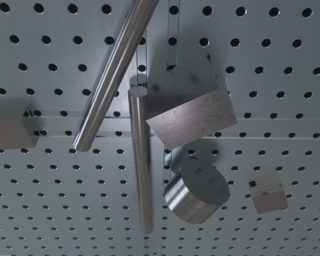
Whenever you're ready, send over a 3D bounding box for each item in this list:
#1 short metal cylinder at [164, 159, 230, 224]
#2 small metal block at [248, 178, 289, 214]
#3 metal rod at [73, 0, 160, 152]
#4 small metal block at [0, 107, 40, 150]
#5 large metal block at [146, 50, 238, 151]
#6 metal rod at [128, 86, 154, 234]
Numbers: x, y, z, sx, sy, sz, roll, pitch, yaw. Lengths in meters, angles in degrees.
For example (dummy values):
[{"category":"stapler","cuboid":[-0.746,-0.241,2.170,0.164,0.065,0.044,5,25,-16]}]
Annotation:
[{"category":"short metal cylinder","cuboid":[0.054,0.092,0.455,0.080,0.080,0.050,21,127,-17]},{"category":"small metal block","cuboid":[0.179,0.113,0.510,0.050,0.025,0.050,-18,128,14]},{"category":"metal rod","cuboid":[-0.044,-0.079,0.344,0.025,0.025,0.298,20,127,-17]},{"category":"small metal block","cuboid":[-0.196,0.001,0.411,0.050,0.025,0.050,-4,130,3]},{"category":"large metal block","cuboid":[0.033,-0.032,0.349,0.080,0.080,0.050,-24,126,18]},{"category":"metal rod","cuboid":[-0.025,0.069,0.470,0.025,0.025,0.298,-1,130,0]}]
